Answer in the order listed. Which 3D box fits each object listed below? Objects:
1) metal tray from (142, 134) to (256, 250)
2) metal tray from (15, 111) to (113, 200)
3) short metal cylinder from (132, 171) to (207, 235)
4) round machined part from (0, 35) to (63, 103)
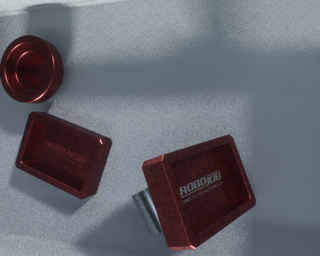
[{"bbox_3d":[0.048,0.063,0.337,0.030,0.131,0.090,-25,81,43],"label":"metal tray"},{"bbox_3d":[-0.144,0.037,0.456,0.130,0.030,0.089,20,97,18],"label":"metal tray"},{"bbox_3d":[0.013,0.087,0.376,0.080,0.080,0.050,-29,81,17],"label":"short metal cylinder"},{"bbox_3d":[-0.186,-0.085,0.465,0.098,0.042,0.097,0,90,19],"label":"round machined part"}]
